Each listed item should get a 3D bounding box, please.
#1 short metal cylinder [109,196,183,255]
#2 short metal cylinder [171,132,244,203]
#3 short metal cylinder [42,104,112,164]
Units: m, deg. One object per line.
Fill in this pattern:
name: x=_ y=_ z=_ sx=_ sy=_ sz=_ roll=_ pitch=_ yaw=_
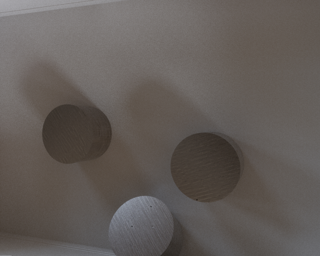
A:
short metal cylinder: x=-0.016 y=0.131 z=0.383 sx=0.080 sy=0.050 sz=0.080 roll=-9 pitch=54 yaw=13
short metal cylinder: x=0.059 y=0.045 z=0.376 sx=0.080 sy=0.050 sz=0.079 roll=0 pitch=90 yaw=19
short metal cylinder: x=-0.116 y=0.008 z=0.437 sx=0.080 sy=0.050 sz=0.079 roll=0 pitch=90 yaw=19
